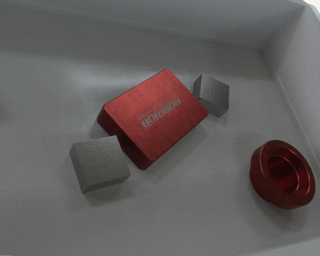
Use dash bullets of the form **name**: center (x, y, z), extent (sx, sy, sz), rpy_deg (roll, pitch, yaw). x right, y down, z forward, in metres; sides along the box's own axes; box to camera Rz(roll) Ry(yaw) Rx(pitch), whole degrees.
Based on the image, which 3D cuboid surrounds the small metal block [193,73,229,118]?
- **small metal block**: center (0.079, -0.050, 0.481), extent (0.050, 0.025, 0.050), rpy_deg (22, 53, -16)

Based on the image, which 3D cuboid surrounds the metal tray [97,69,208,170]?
- **metal tray**: center (-0.005, -0.016, 0.411), extent (0.090, 0.030, 0.131), rpy_deg (48, 51, 5)

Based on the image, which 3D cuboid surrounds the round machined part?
- **round machined part**: center (0.170, 0.070, 0.446), extent (0.099, 0.042, 0.098), rpy_deg (14, 56, -21)

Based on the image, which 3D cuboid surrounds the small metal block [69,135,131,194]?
- **small metal block**: center (-0.067, 0.040, 0.346), extent (0.050, 0.025, 0.050), rpy_deg (-11, 67, -33)
